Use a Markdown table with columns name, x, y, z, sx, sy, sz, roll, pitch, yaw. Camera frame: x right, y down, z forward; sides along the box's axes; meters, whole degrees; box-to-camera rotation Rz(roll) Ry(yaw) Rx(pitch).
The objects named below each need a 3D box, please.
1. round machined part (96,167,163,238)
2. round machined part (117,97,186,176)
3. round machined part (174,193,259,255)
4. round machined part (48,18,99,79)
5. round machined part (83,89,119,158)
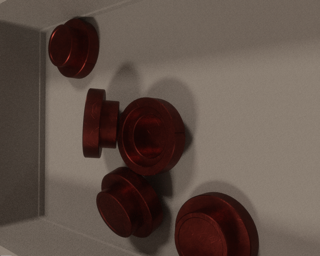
| name | x | y | z | sx | sy | sz | roll | pitch | yaw |
| --- | --- | --- | --- | --- | --- | --- | --- | --- | --- |
| round machined part | -0.047 | 0.104 | 0.410 | 0.098 | 0.042 | 0.097 | 23 | 127 | 35 |
| round machined part | -0.007 | 0.011 | 0.399 | 0.098 | 0.042 | 0.097 | 0 | 90 | 39 |
| round machined part | 0.055 | 0.125 | 0.349 | 0.098 | 0.042 | 0.097 | 0 | 90 | 39 |
| round machined part | -0.149 | -0.133 | 0.516 | 0.098 | 0.042 | 0.097 | 0 | 90 | 39 |
| round machined part | -0.081 | -0.006 | 0.438 | 0.098 | 0.042 | 0.097 | -174 | 88 | -83 |
